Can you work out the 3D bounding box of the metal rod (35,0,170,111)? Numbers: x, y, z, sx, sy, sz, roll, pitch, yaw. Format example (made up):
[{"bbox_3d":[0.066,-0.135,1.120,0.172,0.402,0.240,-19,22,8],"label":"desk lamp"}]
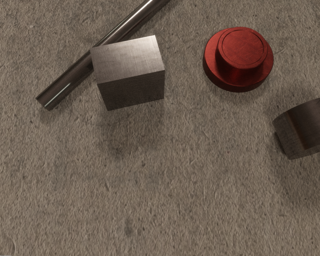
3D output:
[{"bbox_3d":[-0.060,-0.137,0.457,0.025,0.025,0.301,39,74,13],"label":"metal rod"}]

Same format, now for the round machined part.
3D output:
[{"bbox_3d":[0.112,-0.103,0.438,0.099,0.042,0.098,0,70,-1],"label":"round machined part"}]

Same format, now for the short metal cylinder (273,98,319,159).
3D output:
[{"bbox_3d":[0.188,0.002,0.381,0.081,0.080,0.050,-15,71,-6],"label":"short metal cylinder"}]

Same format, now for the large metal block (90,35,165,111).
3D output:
[{"bbox_3d":[-0.039,-0.068,0.403,0.081,0.080,0.050,-13,71,-5],"label":"large metal block"}]
